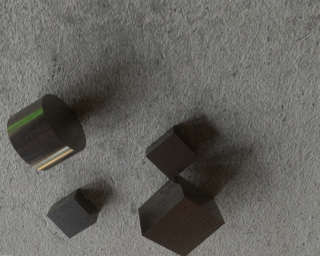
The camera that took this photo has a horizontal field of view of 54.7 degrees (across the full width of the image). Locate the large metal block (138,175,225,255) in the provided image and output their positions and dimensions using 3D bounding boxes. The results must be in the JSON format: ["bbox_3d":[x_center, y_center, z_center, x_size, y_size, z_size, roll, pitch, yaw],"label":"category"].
[{"bbox_3d":[0.028,0.123,0.434,0.080,0.050,0.080,37,106,-26],"label":"large metal block"}]

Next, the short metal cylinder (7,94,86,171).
[{"bbox_3d":[-0.136,0.005,0.381,0.050,0.080,0.080,-30,108,10],"label":"short metal cylinder"}]

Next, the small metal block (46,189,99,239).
[{"bbox_3d":[-0.127,0.126,0.454,0.050,0.025,0.050,-34,107,11],"label":"small metal block"}]

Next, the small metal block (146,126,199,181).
[{"bbox_3d":[0.016,0.035,0.423,0.050,0.025,0.050,-41,105,13],"label":"small metal block"}]
